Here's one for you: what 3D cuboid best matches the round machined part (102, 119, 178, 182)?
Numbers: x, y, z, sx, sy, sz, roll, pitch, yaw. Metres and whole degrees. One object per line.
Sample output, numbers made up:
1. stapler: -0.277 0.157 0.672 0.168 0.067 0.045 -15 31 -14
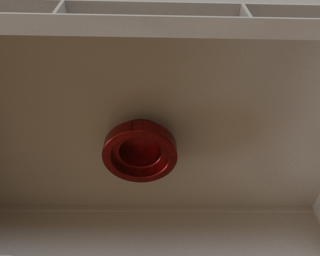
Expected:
1. round machined part: -0.026 0.026 0.420 0.099 0.042 0.097 -1 130 0
